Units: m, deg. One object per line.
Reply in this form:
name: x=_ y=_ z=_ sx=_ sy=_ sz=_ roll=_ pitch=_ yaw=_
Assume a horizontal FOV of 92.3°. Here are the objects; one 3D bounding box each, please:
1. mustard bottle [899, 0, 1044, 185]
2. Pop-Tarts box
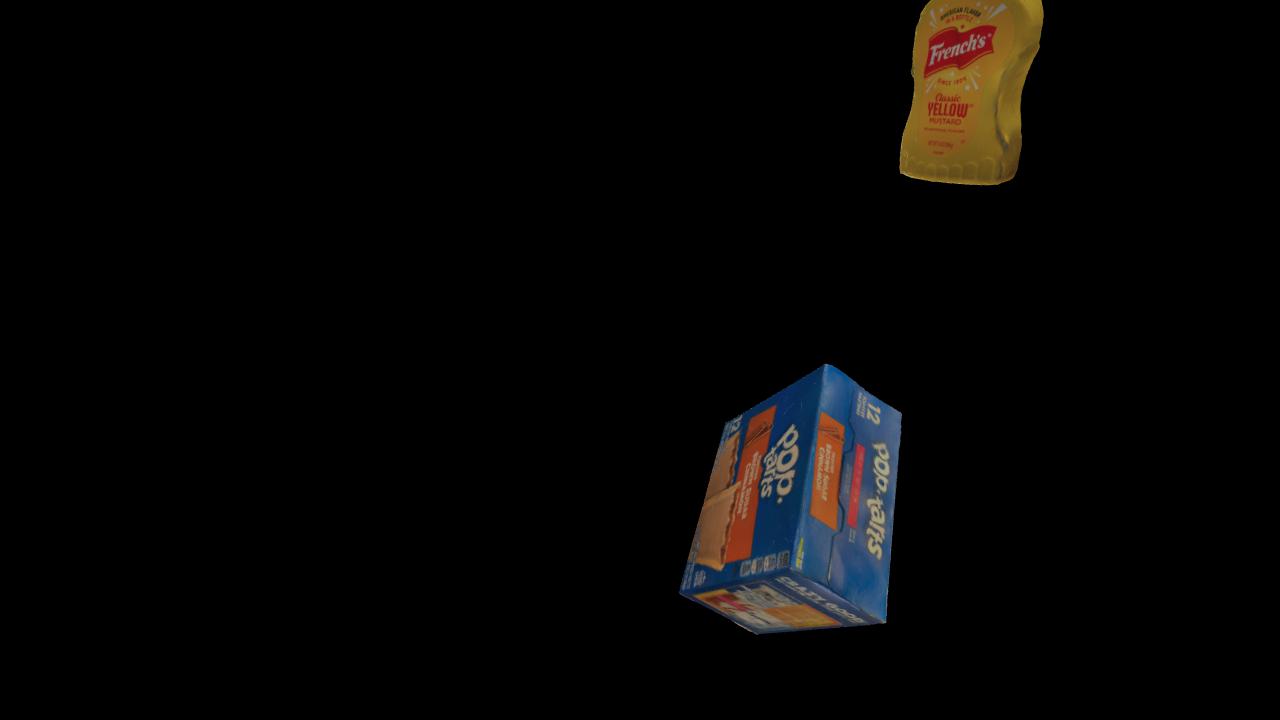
mustard bottle: x=0.251 y=-0.231 z=0.465 sx=0.054 sy=0.184 sz=0.092 roll=-18 pitch=29 yaw=-24
Pop-Tarts box: x=0.118 y=0.112 z=0.482 sx=0.083 sy=0.167 sz=0.141 roll=30 pitch=-35 yaw=-13
